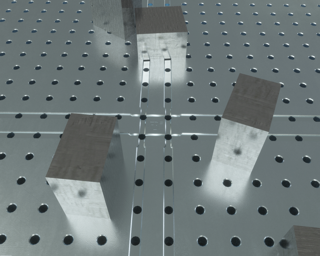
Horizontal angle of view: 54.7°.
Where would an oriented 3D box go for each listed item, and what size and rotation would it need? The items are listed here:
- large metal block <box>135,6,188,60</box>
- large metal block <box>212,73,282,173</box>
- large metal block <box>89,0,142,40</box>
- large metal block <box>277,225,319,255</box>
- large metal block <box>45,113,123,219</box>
[{"bbox_3d":[0.000,-0.163,0.528,0.081,0.050,0.080,-4,50,-4],"label":"large metal block"},{"bbox_3d":[0.104,-0.006,0.378,0.050,0.080,0.080,18,52,14],"label":"large metal block"},{"bbox_3d":[-0.079,-0.217,0.554,0.080,0.080,0.050,31,57,23],"label":"large metal block"},{"bbox_3d":[0.158,0.139,0.276,0.080,0.050,0.080,5,50,4],"label":"large metal block"},{"bbox_3d":[-0.075,0.042,0.336,0.050,0.080,0.080,5,50,4],"label":"large metal block"}]
